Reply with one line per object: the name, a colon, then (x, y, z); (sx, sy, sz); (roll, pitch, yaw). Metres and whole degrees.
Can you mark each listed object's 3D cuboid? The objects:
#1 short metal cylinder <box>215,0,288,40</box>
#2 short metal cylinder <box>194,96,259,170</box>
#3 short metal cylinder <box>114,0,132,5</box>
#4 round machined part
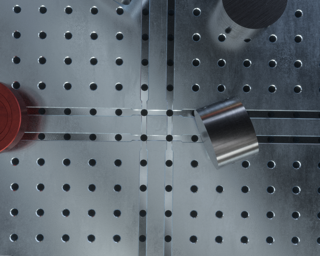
short metal cylinder: (0.115, -0.160, 0.402); (0.081, 0.050, 0.079); (0, 90, 0)
short metal cylinder: (0.081, 0.006, 0.386); (0.050, 0.080, 0.080); (-20, 90, 0)
short metal cylinder: (-0.057, -0.201, 0.385); (0.080, 0.080, 0.050); (33, 90, 0)
round machined part: (-0.221, -0.013, 0.403); (0.099, 0.042, 0.097); (0, 90, 0)
